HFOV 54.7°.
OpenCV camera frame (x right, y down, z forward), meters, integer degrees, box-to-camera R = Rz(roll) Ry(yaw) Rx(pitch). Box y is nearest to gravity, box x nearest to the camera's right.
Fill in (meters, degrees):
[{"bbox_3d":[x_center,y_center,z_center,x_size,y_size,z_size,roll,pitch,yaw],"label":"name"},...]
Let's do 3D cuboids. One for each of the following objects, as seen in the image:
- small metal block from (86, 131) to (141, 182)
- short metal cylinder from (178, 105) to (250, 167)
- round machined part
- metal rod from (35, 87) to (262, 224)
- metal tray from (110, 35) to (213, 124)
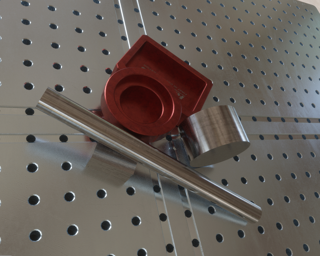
[{"bbox_3d":[-0.052,0.028,0.364,0.050,0.025,0.050,25,53,-13],"label":"small metal block"},{"bbox_3d":[0.069,0.012,0.403,0.081,0.080,0.050,-4,64,-30],"label":"short metal cylinder"},{"bbox_3d":[-0.026,-0.025,0.389,0.099,0.042,0.098,12,57,-19],"label":"round machined part"},{"bbox_3d":[0.004,0.042,0.360,0.301,0.025,0.025,31,51,-20],"label":"metal rod"},{"bbox_3d":[0.006,-0.068,0.450,0.130,0.030,0.090,34,51,-6],"label":"metal tray"}]
